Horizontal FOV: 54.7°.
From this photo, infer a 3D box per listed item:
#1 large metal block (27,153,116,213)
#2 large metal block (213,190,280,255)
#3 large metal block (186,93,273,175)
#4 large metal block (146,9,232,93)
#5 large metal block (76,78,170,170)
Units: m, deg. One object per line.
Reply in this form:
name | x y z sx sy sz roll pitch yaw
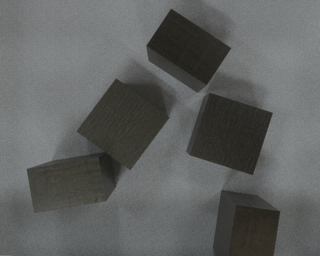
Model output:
large metal block | -0.104 0.063 0.383 0.080 0.080 0.050 -9 90 0
large metal block | 0.104 0.129 0.385 0.050 0.080 0.080 8 90 0
large metal block | 0.087 0.007 0.400 0.080 0.050 0.080 18 90 -1
large metal block | 0.032 -0.090 0.384 0.080 0.080 0.050 33 90 -1
large metal block | -0.044 -0.005 0.398 0.080 0.050 0.080 36 90 -1
